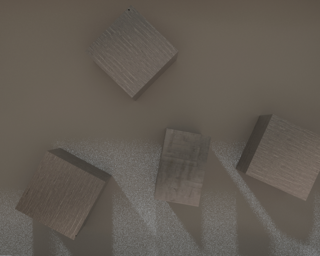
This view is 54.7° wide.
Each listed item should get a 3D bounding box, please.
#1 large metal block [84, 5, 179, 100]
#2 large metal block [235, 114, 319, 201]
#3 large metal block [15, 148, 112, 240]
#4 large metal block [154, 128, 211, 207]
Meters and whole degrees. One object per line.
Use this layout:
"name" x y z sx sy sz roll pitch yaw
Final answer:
"large metal block" -0.034 -0.093 0.398 0.080 0.050 0.080 45 90 0
"large metal block" 0.157 0.036 0.400 0.080 0.050 0.080 24 90 0
"large metal block" -0.120 0.081 0.398 0.080 0.050 0.080 28 90 0
"large metal block" 0.025 0.044 0.384 0.050 0.080 0.080 10 90 0
